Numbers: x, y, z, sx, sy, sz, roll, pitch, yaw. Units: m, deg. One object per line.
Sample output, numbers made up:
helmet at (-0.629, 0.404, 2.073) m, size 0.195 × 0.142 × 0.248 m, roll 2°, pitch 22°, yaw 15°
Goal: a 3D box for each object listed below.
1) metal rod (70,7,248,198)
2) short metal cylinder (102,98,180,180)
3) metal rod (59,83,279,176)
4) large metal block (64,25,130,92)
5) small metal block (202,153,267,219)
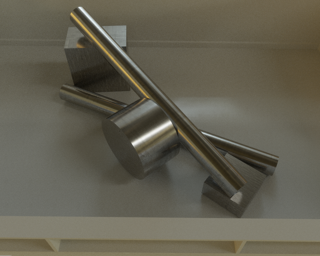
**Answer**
metal rod at (-0.014, -0.043, 0.364) m, size 0.025 × 0.025 × 0.300 m, roll -33°, pitch 70°, yaw -25°
short metal cylinder at (-0.023, 0.012, 0.356) m, size 0.050 × 0.080 × 0.080 m, roll -33°, pitch 58°, yaw -25°
metal rod at (0.000, -0.004, 0.406) m, size 0.301 × 0.025 × 0.025 m, roll 20°, pitch 53°, yaw 15°
large metal block at (-0.086, -0.099, 0.450) m, size 0.081 × 0.080 × 0.050 m, roll -3°, pitch 50°, yaw -3°
small metal block at (0.083, 0.064, 0.351) m, size 0.050 × 0.025 × 0.050 m, roll 31°, pitch 56°, yaw 23°
